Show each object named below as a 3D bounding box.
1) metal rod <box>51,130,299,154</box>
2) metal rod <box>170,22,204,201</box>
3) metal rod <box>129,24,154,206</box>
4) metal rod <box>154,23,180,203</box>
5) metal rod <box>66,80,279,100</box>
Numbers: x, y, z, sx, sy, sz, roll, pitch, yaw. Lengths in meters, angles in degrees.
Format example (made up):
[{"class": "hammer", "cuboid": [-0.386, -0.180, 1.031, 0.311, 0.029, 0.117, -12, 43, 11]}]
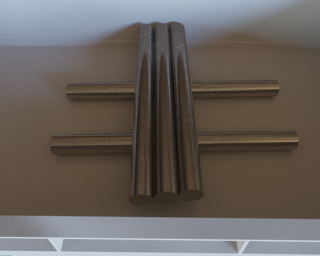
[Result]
[{"class": "metal rod", "cuboid": [0.019, 0.018, 0.389, 0.302, 0.025, 0.025, -1, 50, -1]}, {"class": "metal rod", "cuboid": [0.030, -0.047, 0.409, 0.025, 0.025, 0.300, -1, 50, -1]}, {"class": "metal rod", "cuboid": [-0.021, -0.043, 0.405, 0.025, 0.025, 0.300, -1, 50, -1]}, {"class": "metal rod", "cuboid": [0.005, -0.045, 0.407, 0.025, 0.025, 0.300, -1, 50, -1]}, {"class": "metal rod", "cuboid": [0.019, -0.056, 0.450, 0.302, 0.025, 0.025, -1, 50, -1]}]
